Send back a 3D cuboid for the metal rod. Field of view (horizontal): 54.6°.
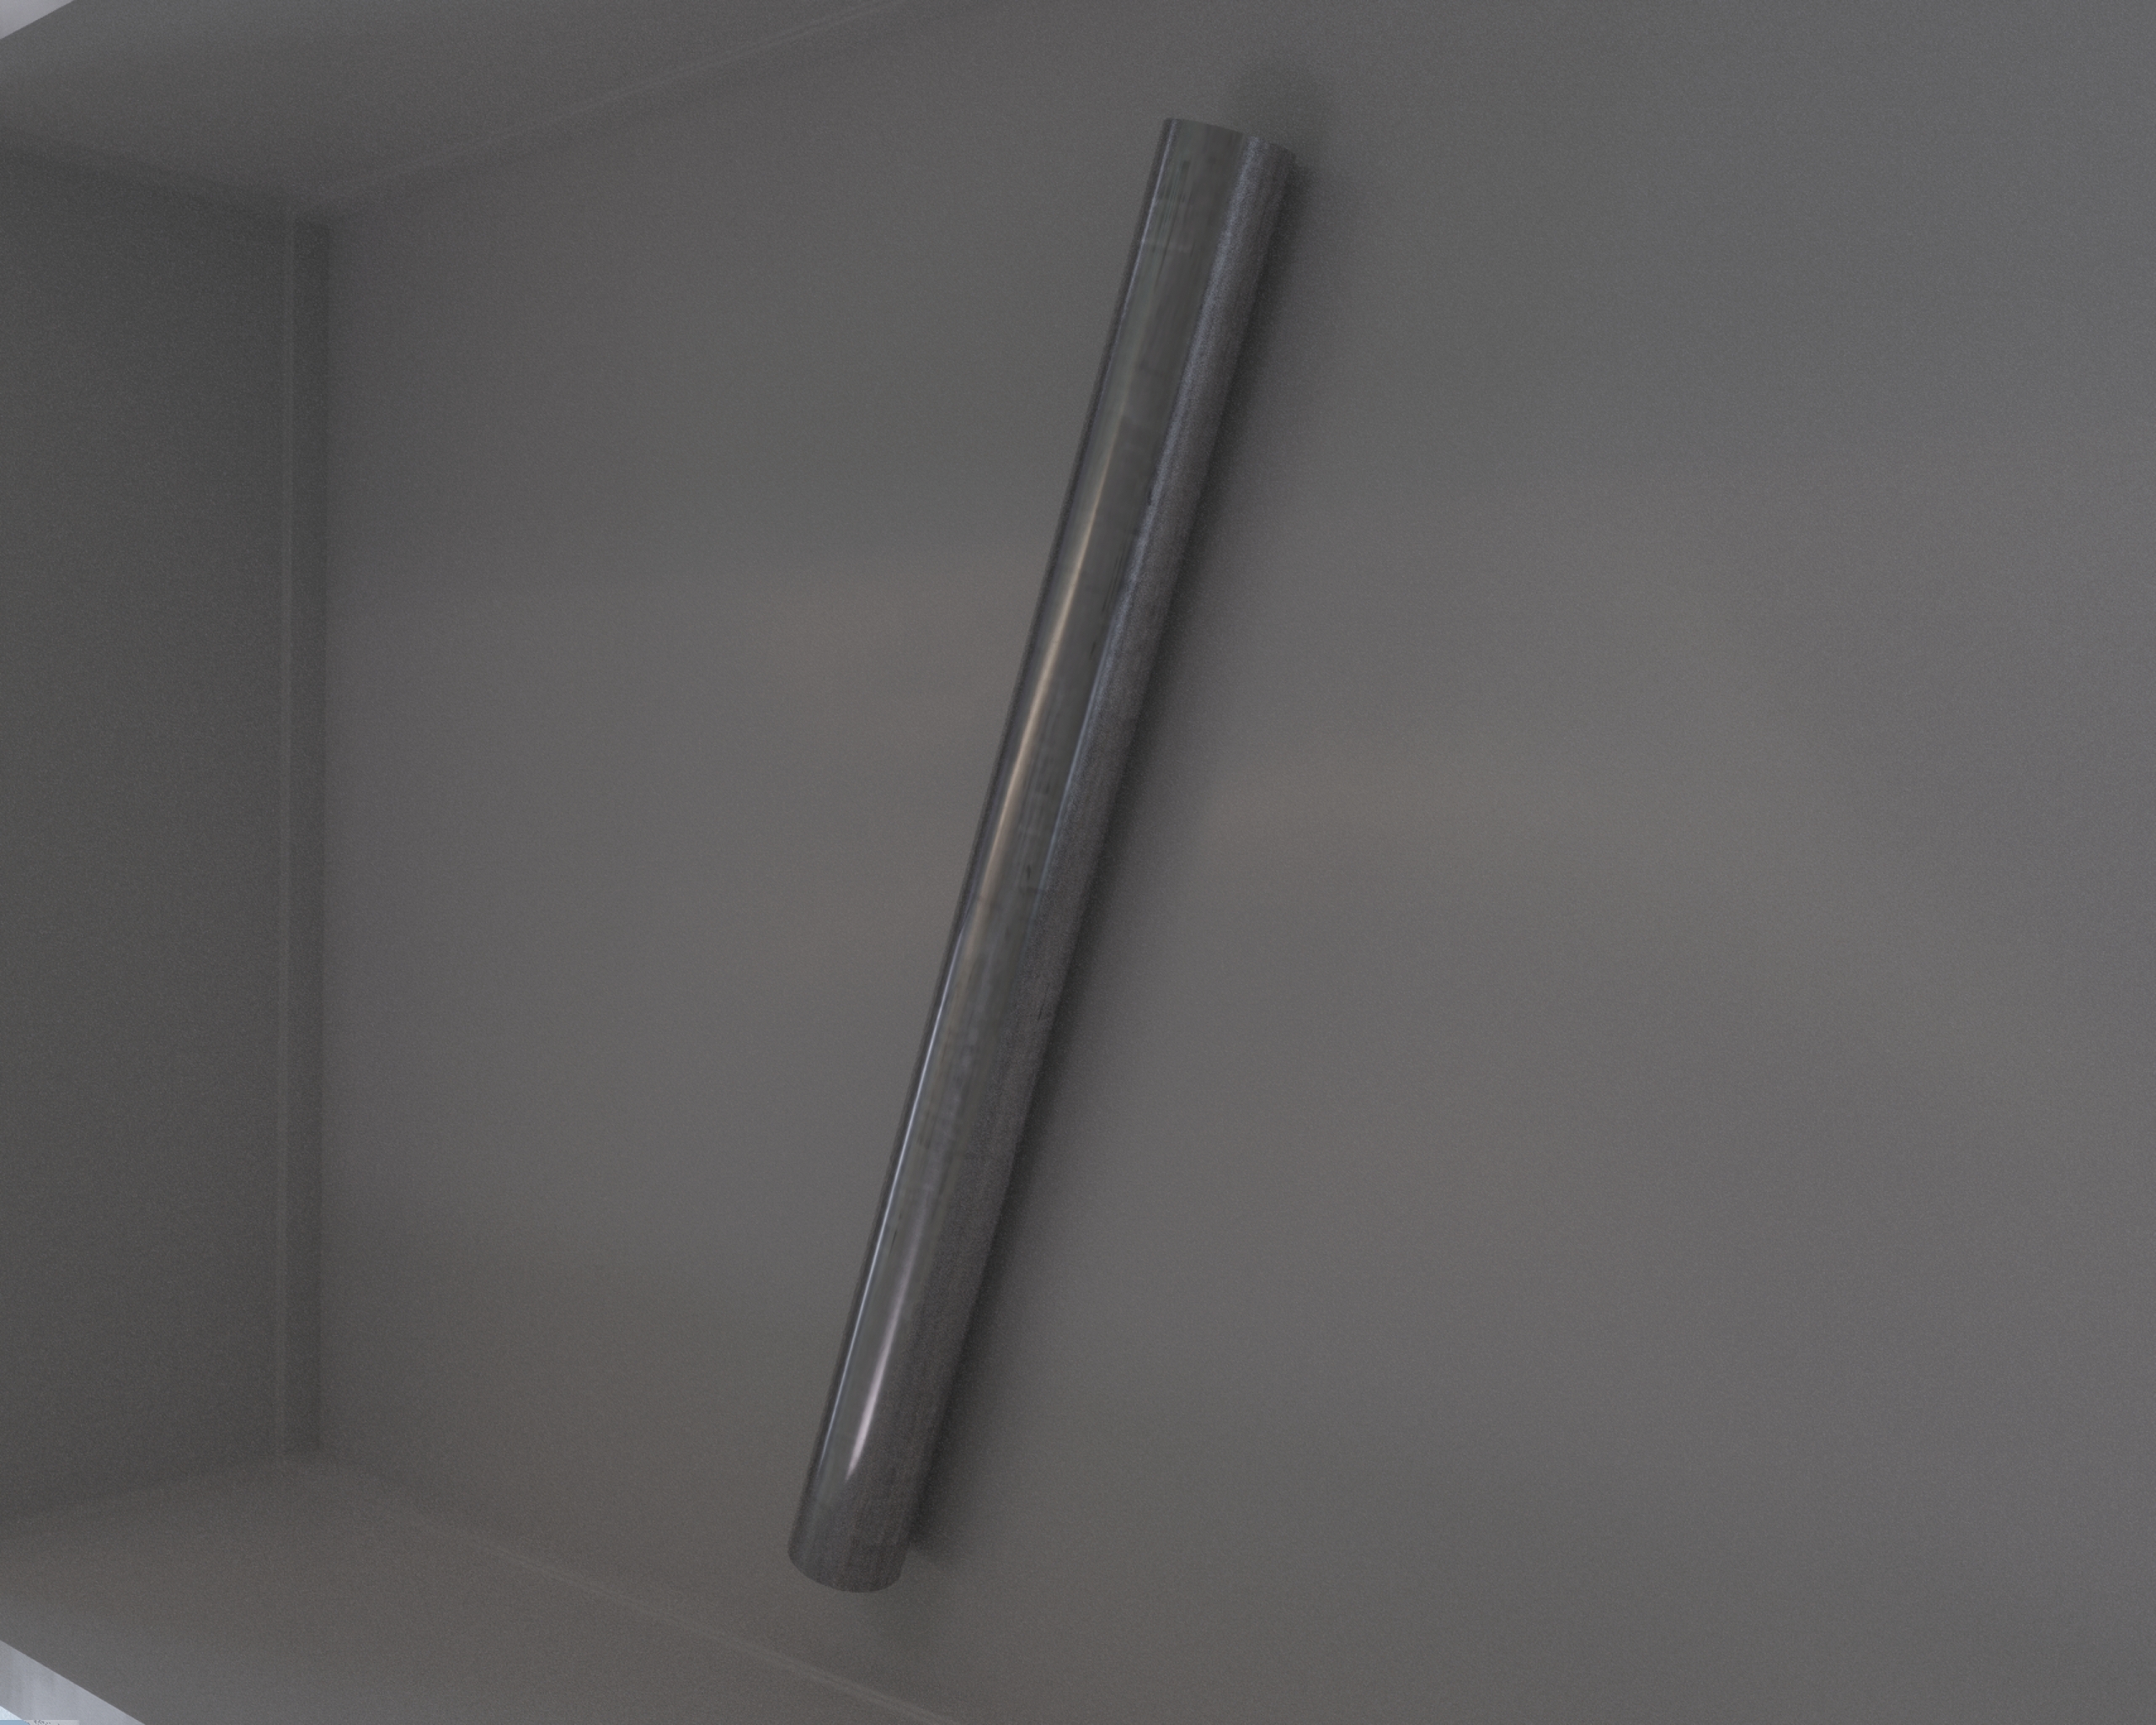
[{"bbox_3d":[-0.011,0.008,0.414,0.025,0.025,0.298,25,106,37],"label":"metal rod"}]
